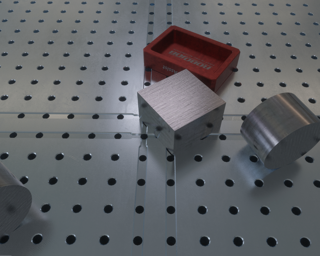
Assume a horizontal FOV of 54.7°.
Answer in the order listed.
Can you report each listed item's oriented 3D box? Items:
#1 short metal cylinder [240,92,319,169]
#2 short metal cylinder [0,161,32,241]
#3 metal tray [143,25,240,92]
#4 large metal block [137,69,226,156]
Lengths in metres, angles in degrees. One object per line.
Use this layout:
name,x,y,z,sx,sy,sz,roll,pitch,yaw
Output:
short metal cylinder,0.145,0.004,0.369,0.081,0.080,0.050,-18,53,-15
short metal cylinder,-0.179,0.075,0.308,0.050,0.080,0.080,34,58,25
metal tray,0.050,-0.114,0.499,0.130,0.030,0.090,28,55,21
large metal block,0.027,-0.023,0.411,0.081,0.050,0.080,-28,56,-22
